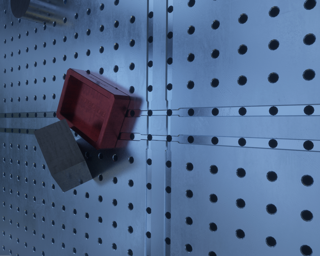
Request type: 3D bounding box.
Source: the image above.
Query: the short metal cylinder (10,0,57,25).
[{"bbox_3d":[-0.243,-0.245,0.594,0.080,0.050,0.080,0,90,40],"label":"short metal cylinder"}]

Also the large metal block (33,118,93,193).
[{"bbox_3d":[-0.152,0.045,0.493,0.080,0.050,0.080,58,162,24],"label":"large metal block"}]

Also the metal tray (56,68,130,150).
[{"bbox_3d":[-0.112,-0.033,0.498,0.130,0.030,0.089,31,109,35],"label":"metal tray"}]
